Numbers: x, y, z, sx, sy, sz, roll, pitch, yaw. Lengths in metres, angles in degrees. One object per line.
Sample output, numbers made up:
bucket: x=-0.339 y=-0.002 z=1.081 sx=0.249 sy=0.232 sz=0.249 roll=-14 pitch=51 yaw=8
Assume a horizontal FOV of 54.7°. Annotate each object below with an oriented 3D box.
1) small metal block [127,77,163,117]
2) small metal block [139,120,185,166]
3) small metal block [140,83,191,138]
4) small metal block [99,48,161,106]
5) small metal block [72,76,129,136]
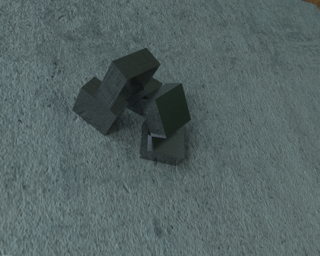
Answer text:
small metal block: x=-0.032 y=-0.048 z=0.403 sx=0.050 sy=0.050 sz=0.025 roll=28 pitch=52 yaw=-11
small metal block: x=0.003 y=0.017 z=0.398 sx=0.050 sy=0.025 sz=0.050 roll=15 pitch=56 yaw=-20
small metal block: x=0.008 y=-0.022 z=0.377 sx=0.050 sy=0.025 sz=0.050 roll=-36 pitch=119 yaw=-39
small metal block: x=-0.034 y=-0.056 z=0.342 sx=0.050 sy=0.050 sz=0.025 roll=-33 pitch=81 yaw=-38
small metal block: x=-0.072 y=-0.025 z=0.367 sx=0.050 sy=0.050 sz=0.025 roll=39 pitch=51 yaw=-3
